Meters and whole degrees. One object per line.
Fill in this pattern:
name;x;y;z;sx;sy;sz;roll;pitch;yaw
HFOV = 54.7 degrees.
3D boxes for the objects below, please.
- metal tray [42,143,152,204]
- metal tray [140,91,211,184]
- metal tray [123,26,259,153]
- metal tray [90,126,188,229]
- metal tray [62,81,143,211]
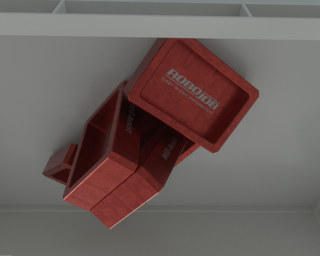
metal tray;-0.089;0.073;0.442;0.130;0.030;0.090;32;147;-25
metal tray;-0.006;0.016;0.417;0.090;0.030;0.129;32;123;-25
metal tray;0.037;-0.040;0.348;0.131;0.030;0.090;32;98;-24
metal tray;-0.018;0.048;0.363;0.030;0.131;0.090;45;119;-5
metal tray;-0.060;0.015;0.349;0.030;0.130;0.090;33;123;-24
